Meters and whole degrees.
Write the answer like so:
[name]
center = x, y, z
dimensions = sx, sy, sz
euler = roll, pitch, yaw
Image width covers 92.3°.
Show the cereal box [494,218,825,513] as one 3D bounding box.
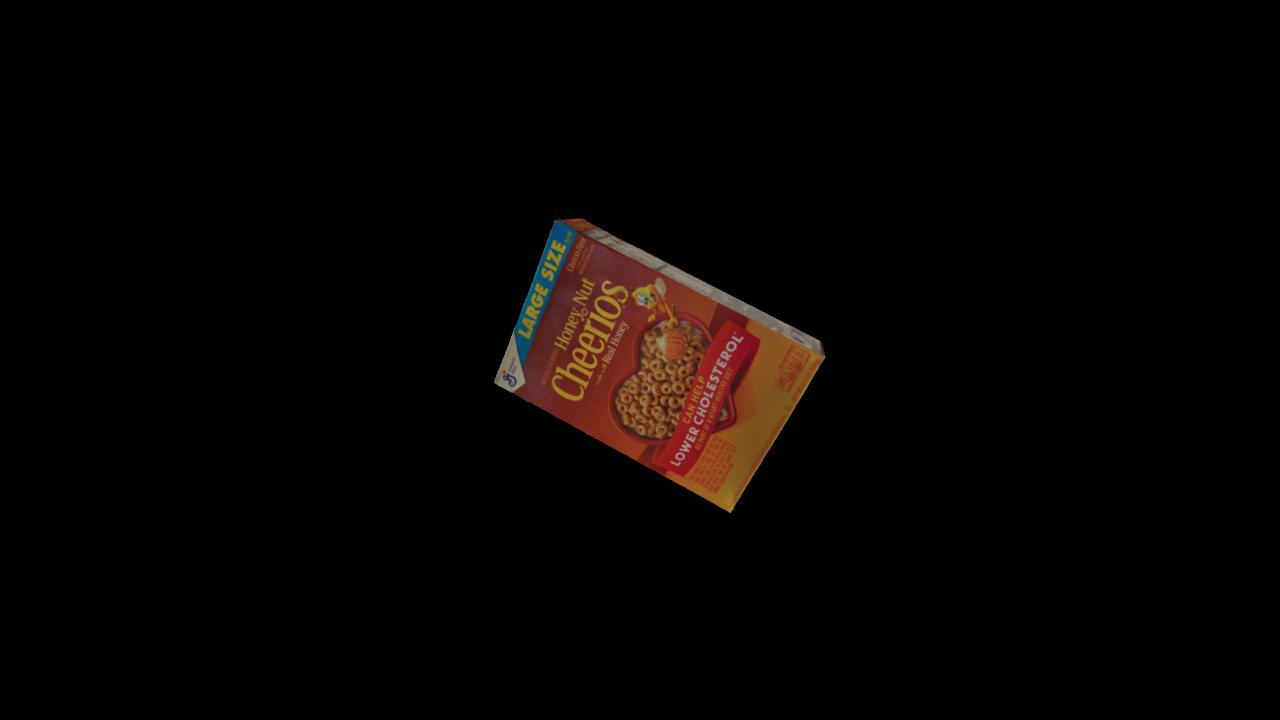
[cereal box]
center = 0.013, 0.003, 0.669
dimensions = 0.306, 0.203, 0.081
euler = 28, 21, 5
